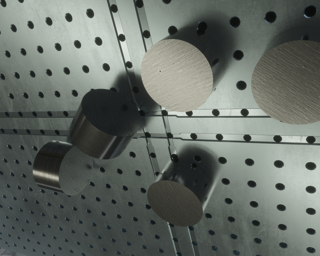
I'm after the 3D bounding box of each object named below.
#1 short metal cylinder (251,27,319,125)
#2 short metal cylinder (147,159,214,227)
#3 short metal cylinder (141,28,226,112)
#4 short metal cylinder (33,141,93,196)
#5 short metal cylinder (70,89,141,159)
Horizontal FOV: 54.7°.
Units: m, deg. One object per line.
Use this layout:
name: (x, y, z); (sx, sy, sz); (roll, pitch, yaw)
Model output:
short metal cylinder: (0.132, -0.050, 0.294); (0.080, 0.050, 0.079); (13, 124, 20)
short metal cylinder: (0.029, 0.090, 0.434); (0.080, 0.050, 0.079); (13, 124, 20)
short metal cylinder: (0.026, -0.064, 0.341); (0.080, 0.050, 0.079); (13, 124, 20)
short metal cylinder: (-0.152, 0.063, 0.492); (0.050, 0.080, 0.079); (7, 122, 24)
short metal cylinder: (-0.072, -0.006, 0.408); (0.080, 0.080, 0.050); (38, 129, 2)
